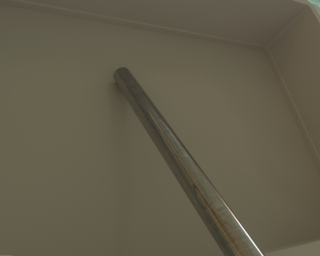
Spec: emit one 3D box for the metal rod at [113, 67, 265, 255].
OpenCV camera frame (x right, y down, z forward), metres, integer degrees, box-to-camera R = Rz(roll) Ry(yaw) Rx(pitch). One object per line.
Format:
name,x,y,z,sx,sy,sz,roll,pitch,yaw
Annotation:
metal rod,0.009,0.017,0.320,0.025,0.025,0.300,-2,37,-29
